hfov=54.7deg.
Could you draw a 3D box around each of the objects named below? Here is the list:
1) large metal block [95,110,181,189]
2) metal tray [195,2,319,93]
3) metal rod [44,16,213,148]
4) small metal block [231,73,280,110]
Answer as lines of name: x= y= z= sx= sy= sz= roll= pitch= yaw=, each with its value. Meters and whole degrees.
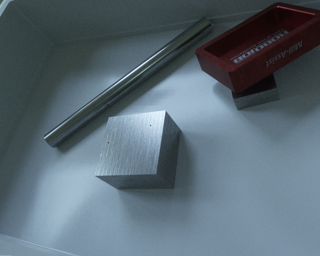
large metal block: x=-0.025 y=0.029 z=0.383 sx=0.080 sy=0.050 sz=0.080 roll=-6 pitch=59 yaw=25
metal tray: x=0.119 y=-0.101 z=0.373 sx=0.130 sy=0.030 sz=0.090 roll=-31 pitch=35 yaw=-4
metal rod: x=-0.049 y=-0.068 z=0.471 sx=0.300 sy=0.025 sz=0.025 roll=-36 pitch=51 yaw=3
small metal block: x=0.114 y=-0.055 z=0.379 sx=0.050 sy=0.025 sz=0.050 roll=-14 pitch=56 yaw=20
